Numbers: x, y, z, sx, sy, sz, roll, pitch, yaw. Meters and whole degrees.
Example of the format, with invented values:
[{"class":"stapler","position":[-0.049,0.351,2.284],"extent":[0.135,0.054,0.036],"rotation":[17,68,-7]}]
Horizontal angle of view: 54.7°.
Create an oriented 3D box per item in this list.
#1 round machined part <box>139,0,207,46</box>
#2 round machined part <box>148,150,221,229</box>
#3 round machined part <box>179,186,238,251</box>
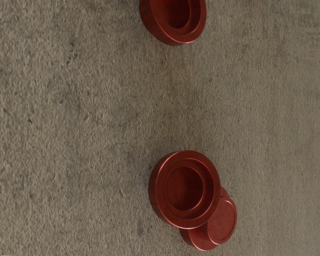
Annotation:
[{"class":"round machined part","position":[0.012,-0.155,0.403],"extent":[0.099,0.042,0.097],"rotation":[0,90,-40]},{"class":"round machined part","position":[0.028,0.079,0.408],"extent":[0.099,0.042,0.098],"rotation":[5,80,-28]},{"class":"round machined part","position":[0.077,0.132,0.458],"extent":[0.099,0.042,0.097],"rotation":[0,90,-40]}]
